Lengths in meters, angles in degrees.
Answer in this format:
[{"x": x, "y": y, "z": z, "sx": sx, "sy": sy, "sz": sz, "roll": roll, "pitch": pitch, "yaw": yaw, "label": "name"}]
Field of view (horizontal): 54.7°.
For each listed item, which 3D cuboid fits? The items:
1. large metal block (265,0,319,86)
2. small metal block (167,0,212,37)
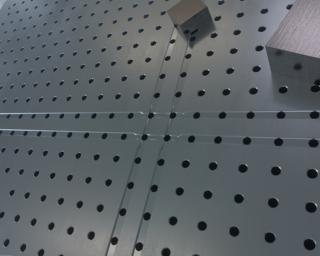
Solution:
[{"x": 0.182, "y": -0.100, "z": 0.358, "sx": 0.080, "sy": 0.050, "sz": 0.080, "roll": 27, "pitch": 77, "yaw": 37, "label": "large metal block"}, {"x": 0.046, "y": -0.181, "z": 0.495, "sx": 0.050, "sy": 0.025, "sz": 0.050, "roll": -34, "pitch": 51, "yaw": 6, "label": "small metal block"}]
